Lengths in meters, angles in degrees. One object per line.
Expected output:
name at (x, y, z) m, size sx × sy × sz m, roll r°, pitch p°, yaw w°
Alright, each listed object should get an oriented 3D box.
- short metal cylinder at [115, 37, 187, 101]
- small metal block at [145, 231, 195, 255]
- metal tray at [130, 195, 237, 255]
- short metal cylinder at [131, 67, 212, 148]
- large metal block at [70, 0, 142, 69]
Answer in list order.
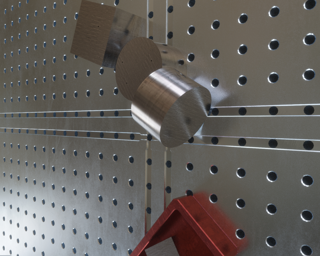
short metal cylinder at (-0.012, -0.073, 0.403) m, size 0.080 × 0.050 × 0.080 m, roll 0°, pitch 90°, yaw 40°
small metal block at (0.015, 0.163, 0.380) m, size 0.050 × 0.025 × 0.050 m, roll -39°, pitch 66°, yaw 33°
metal tray at (0.022, 0.160, 0.387) m, size 0.090 × 0.030 × 0.129 m, roll 48°, pitch 118°, yaw 29°
short metal cylinder at (0.014, -0.024, 0.362) m, size 0.050 × 0.081 × 0.079 m, roll 39°, pitch 114°, yaw 33°
large metal block at (-0.082, -0.137, 0.461) m, size 0.080 × 0.050 × 0.079 m, roll 28°, pitch 107°, yaw 36°
